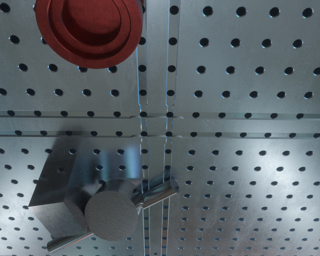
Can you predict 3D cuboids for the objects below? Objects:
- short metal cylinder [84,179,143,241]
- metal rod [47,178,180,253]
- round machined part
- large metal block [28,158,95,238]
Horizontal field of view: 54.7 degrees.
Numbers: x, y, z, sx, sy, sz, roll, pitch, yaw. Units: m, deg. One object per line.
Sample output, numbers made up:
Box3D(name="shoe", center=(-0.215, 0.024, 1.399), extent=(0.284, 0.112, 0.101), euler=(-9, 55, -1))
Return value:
Box3D(name="short metal cylinder", center=(-0.069, 0.125, 0.479), extent=(0.080, 0.050, 0.079), euler=(1, 100, 6))
Box3D(name="metal rod", center=(-0.094, 0.162, 0.548), extent=(0.300, 0.025, 0.025), euler=(-31, 124, 23))
Box3D(name="round machined part", center=(-0.066, -0.111, 0.305), extent=(0.099, 0.042, 0.097), euler=(0, 130, 0))
Box3D(name="large metal block", center=(-0.142, 0.104, 0.463), extent=(0.050, 0.080, 0.080), euler=(-10, 130, 8))
